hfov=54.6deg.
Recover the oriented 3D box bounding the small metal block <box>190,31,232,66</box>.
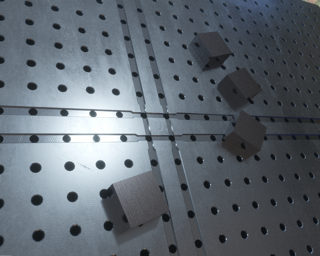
[{"bbox_3d":[0.089,-0.139,0.540,0.050,0.025,0.050,-19,72,-35],"label":"small metal block"}]

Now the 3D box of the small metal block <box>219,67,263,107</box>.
[{"bbox_3d":[0.136,-0.070,0.523,0.050,0.025,0.050,-26,76,-37],"label":"small metal block"}]

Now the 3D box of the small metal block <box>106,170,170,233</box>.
[{"bbox_3d":[-0.025,0.081,0.345,0.050,0.025,0.050,-14,69,-34],"label":"small metal block"}]

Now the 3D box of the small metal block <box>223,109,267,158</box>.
[{"bbox_3d":[0.130,0.008,0.473,0.050,0.025,0.050,35,51,-5],"label":"small metal block"}]
